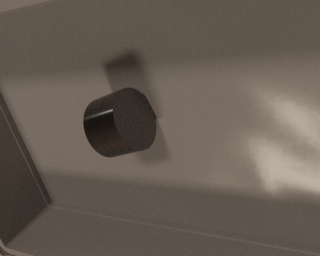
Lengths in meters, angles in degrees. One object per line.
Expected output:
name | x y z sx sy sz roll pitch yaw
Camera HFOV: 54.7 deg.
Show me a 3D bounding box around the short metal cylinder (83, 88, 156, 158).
short metal cylinder | -0.049 -0.006 0.394 0.050 0.080 0.080 -16 111 34
